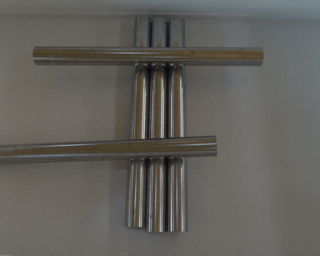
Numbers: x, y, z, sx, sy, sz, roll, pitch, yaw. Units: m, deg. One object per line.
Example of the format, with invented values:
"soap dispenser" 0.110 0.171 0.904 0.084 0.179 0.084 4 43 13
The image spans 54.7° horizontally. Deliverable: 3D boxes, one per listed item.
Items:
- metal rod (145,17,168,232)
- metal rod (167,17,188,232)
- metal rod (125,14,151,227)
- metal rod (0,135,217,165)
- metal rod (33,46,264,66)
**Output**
"metal rod" -0.003 -0.018 0.415 0.025 0.025 0.299 1 70 0
"metal rod" 0.023 -0.019 0.415 0.025 0.025 0.299 1 70 0
"metal rod" -0.027 -0.023 0.417 0.025 0.025 0.299 1 70 0
"metal rod" -0.084 0.028 0.378 0.302 0.025 0.025 -3 70 6
"metal rod" -0.015 -0.096 0.417 0.302 0.025 0.025 0 70 0
